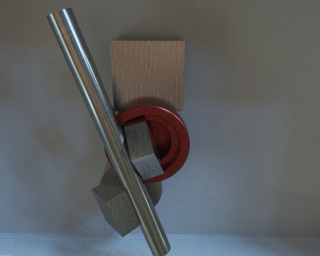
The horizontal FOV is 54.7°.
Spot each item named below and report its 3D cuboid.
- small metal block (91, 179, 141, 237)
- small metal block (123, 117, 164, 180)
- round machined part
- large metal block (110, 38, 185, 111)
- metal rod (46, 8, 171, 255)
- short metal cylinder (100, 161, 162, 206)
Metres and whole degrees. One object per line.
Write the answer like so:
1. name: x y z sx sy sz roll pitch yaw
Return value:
1. small metal block: -0.054 0.096 0.375 0.025 0.050 0.050 -29 111 -25
2. small metal block: -0.018 0.024 0.354 0.025 0.050 0.050 -19 144 3
3. round machined part: -0.015 0.014 0.374 0.099 0.042 0.097 0 110 -1
4. large metal block: -0.014 -0.065 0.371 0.081 0.050 0.079 0 110 -1
5. metal rod: -0.047 0.022 0.343 0.025 0.025 0.298 -18 109 6
6. short metal cylinder: -0.038 0.071 0.423 0.081 0.050 0.079 0 110 -1
